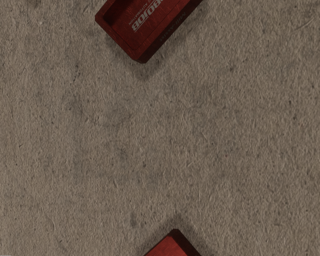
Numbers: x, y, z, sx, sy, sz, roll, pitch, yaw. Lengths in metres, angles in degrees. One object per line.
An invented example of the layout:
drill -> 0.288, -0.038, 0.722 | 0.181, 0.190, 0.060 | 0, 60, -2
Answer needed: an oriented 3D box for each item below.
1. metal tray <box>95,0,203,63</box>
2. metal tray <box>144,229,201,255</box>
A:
metal tray -> -0.013, -0.162, 0.410 | 0.130, 0.030, 0.090 | -46, 76, 14
metal tray -> 0.029, 0.209, 0.395 | 0.090, 0.030, 0.130 | -46, 76, 14
